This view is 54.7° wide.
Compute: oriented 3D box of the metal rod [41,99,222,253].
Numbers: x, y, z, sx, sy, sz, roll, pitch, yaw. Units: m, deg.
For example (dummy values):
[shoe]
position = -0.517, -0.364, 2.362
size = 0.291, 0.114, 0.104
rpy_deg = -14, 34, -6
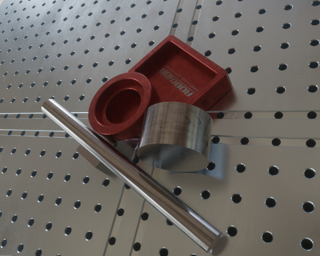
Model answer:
[metal rod]
position = -0.054, 0.042, 0.383
size = 0.300, 0.025, 0.025
rpy_deg = 34, 81, 29

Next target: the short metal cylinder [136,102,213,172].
[short metal cylinder]
position = 0.018, 0.013, 0.353
size = 0.080, 0.080, 0.050
rpy_deg = -4, 60, 26

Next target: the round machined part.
[round machined part]
position = -0.046, -0.025, 0.425
size = 0.098, 0.042, 0.098
rpy_deg = -14, 55, 22

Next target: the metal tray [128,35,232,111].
[metal tray]
position = 0.023, -0.068, 0.432
size = 0.090, 0.030, 0.130
rpy_deg = -42, 51, -2

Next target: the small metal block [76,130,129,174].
[small metal block]
position = -0.080, 0.028, 0.432
size = 0.050, 0.025, 0.050
rpy_deg = 32, 79, 37
